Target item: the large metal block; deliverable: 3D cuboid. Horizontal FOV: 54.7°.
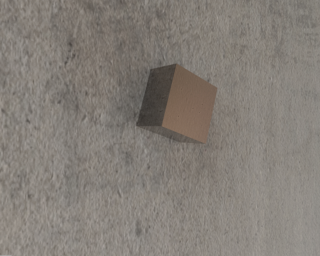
[{"bbox_3d":[0.024,-0.029,0.411,0.080,0.050,0.080,22,76,-38],"label":"large metal block"}]
